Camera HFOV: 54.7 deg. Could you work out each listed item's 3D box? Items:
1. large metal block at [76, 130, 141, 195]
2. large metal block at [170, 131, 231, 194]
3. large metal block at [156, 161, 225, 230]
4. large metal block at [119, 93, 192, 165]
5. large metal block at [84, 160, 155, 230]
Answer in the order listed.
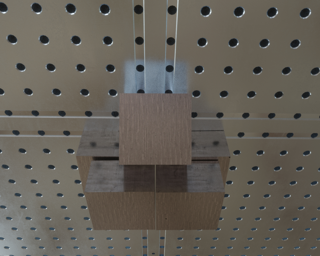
[{"bbox_3d":[-0.068,0.050,0.438,0.081,0.050,0.079,1,130,-2],"label":"large metal block"},{"bbox_3d":[0.050,0.051,0.439,0.081,0.050,0.079,-1,130,0],"label":"large metal block"},{"bbox_3d":[0.035,0.089,0.403,0.081,0.050,0.079,0,130,-1],"label":"large metal block"},{"bbox_3d":[-0.005,0.002,0.370,0.081,0.050,0.080,0,88,-1],"label":"large metal block"},{"bbox_3d":[-0.047,0.087,0.400,0.081,0.050,0.079,0,130,-1],"label":"large metal block"}]
